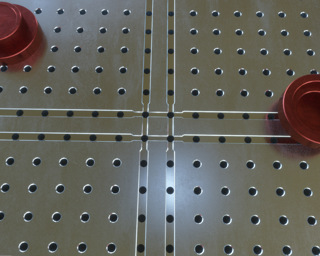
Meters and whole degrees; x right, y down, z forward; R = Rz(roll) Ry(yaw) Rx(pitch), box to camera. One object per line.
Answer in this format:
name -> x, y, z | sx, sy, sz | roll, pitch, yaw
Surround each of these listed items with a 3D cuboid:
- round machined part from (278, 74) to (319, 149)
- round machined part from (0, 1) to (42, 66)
round machined part -> 0.205, -0.019, 0.411 | 0.099, 0.042, 0.098 | 0, 70, 0
round machined part -> -0.230, -0.144, 0.454 | 0.099, 0.042, 0.098 | 0, 70, 0
